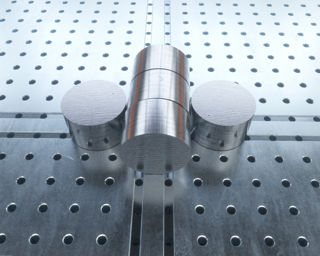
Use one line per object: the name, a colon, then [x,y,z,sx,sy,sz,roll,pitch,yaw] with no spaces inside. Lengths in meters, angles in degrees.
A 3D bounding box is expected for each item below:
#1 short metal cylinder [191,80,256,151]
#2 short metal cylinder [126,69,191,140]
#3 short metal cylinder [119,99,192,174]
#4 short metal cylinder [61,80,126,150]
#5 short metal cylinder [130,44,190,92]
short metal cylinder: [0.079,-0.017,0.406,0.081,0.050,0.080,0,50,0]
short metal cylinder: [-0.001,-0.028,0.395,0.081,0.080,0.050,2,50,1]
short metal cylinder: [-0.005,0.012,0.362,0.081,0.080,0.050,1,50,0]
short metal cylinder: [-0.082,-0.018,0.404,0.081,0.050,0.080,0,50,0]
short metal cylinder: [0.001,-0.067,0.427,0.081,0.080,0.050,2,50,1]
